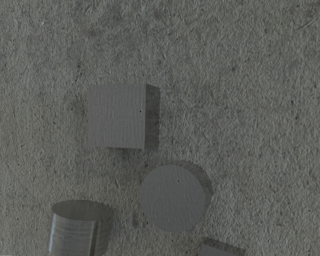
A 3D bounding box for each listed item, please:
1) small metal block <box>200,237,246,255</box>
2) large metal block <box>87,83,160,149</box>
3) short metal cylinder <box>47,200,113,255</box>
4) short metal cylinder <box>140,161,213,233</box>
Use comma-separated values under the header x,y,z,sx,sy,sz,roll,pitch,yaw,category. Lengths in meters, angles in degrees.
x,y,z,sx,sy,sz,roll,pitch,yaw,category
0.074,0.171,0.383,0.050,0.025,0.050,13,94,19,small metal block
-0.047,-0.016,0.412,0.080,0.050,0.079,2,91,20,large metal block
-0.107,0.134,0.417,0.080,0.080,0.050,10,94,19,short metal cylinder
0.022,0.083,0.388,0.080,0.050,0.079,0,90,20,short metal cylinder
